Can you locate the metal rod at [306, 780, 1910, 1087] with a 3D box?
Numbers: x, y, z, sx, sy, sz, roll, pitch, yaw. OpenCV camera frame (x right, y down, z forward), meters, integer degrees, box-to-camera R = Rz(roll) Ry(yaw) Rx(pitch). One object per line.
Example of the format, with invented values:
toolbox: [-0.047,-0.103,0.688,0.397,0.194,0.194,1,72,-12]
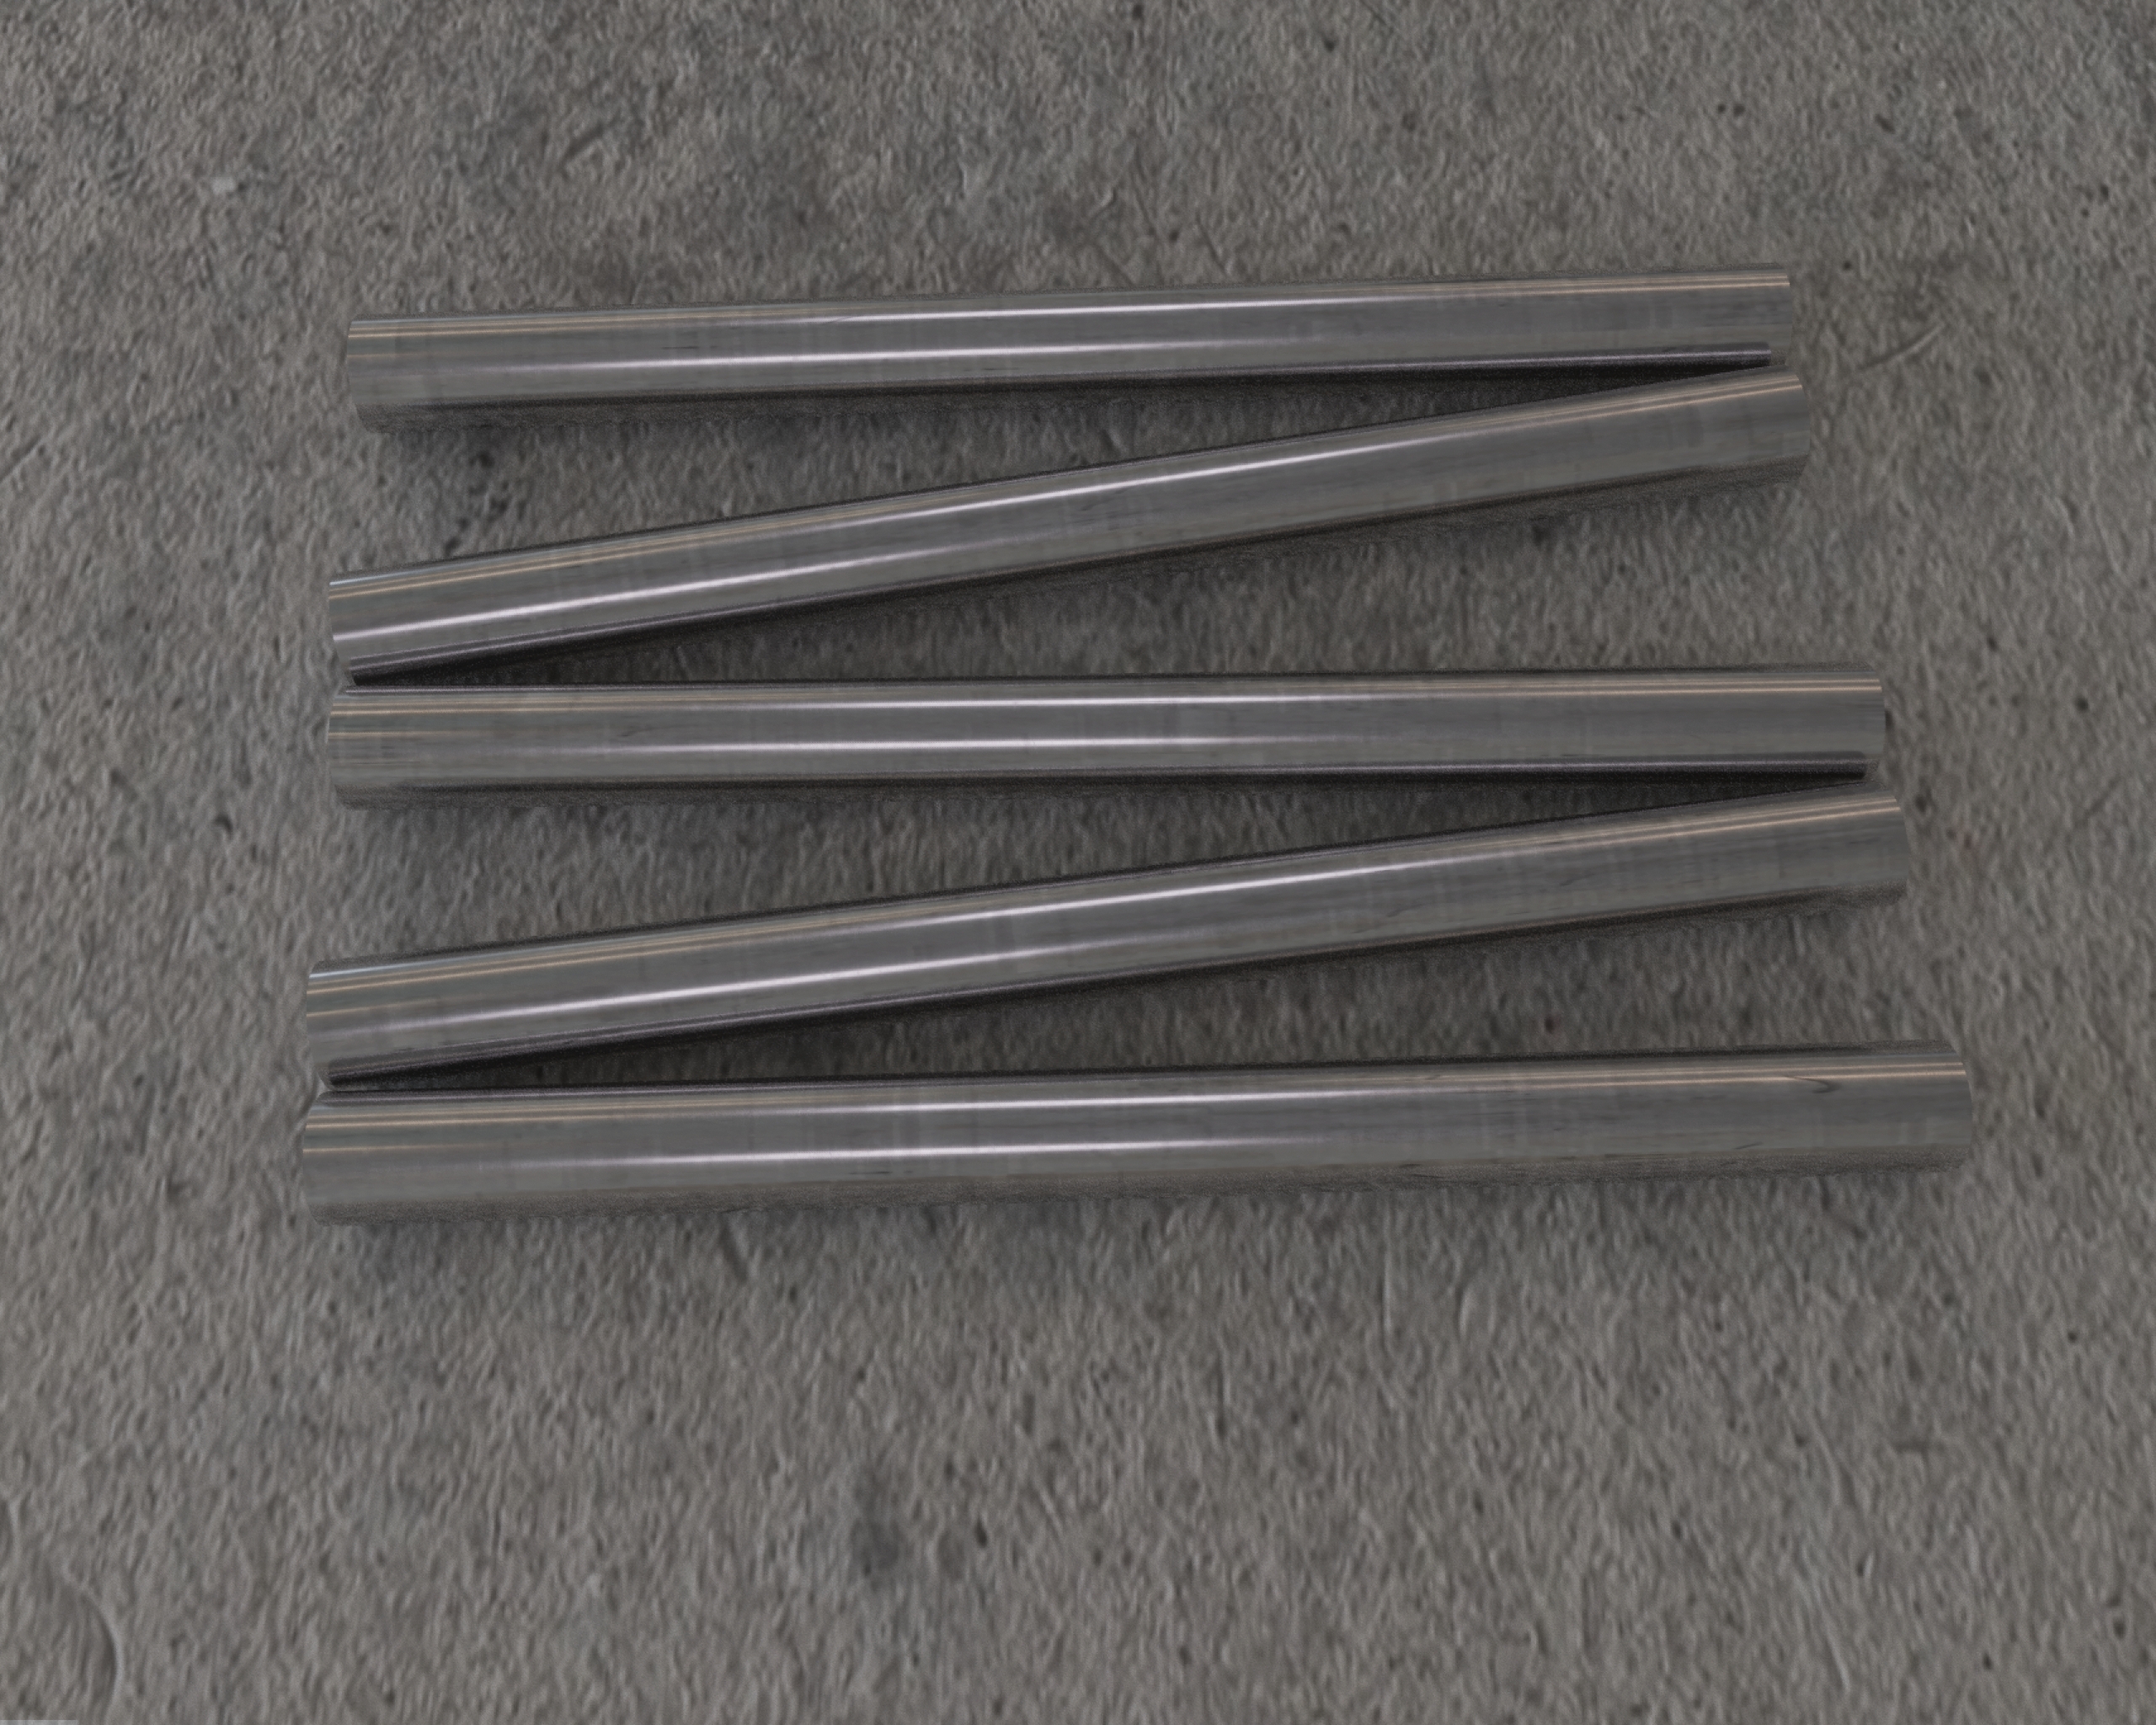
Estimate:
metal rod: [0.008,0.014,0.402,0.302,0.025,0.025,-7,70,-3]

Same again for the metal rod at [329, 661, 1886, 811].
metal rod: [0.006,-0.025,0.417,0.302,0.025,0.025,-1,70,-1]

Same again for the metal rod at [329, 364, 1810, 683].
metal rod: [0.001,-0.070,0.433,0.302,0.025,0.025,-9,70,-4]

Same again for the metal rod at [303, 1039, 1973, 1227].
metal rod: [0.012,0.050,0.389,0.302,0.025,0.025,-2,70,-1]

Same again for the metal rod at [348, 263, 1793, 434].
metal rod: [-0.001,-0.110,0.448,0.302,0.025,0.025,-2,70,-1]
